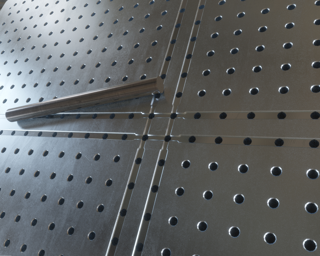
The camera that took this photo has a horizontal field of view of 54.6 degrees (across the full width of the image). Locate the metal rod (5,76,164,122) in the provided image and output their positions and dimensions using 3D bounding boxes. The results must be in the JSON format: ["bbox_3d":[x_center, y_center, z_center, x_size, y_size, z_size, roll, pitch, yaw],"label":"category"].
[{"bbox_3d":[-0.136,-0.043,0.507,0.300,0.025,0.025,-8,58,24],"label":"metal rod"}]
